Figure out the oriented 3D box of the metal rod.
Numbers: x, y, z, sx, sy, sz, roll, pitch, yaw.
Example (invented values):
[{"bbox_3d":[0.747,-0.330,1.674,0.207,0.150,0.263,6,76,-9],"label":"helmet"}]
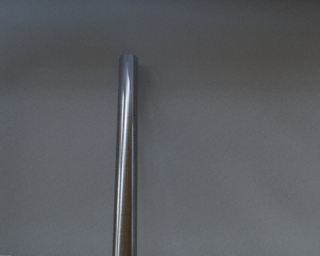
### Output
[{"bbox_3d":[-0.038,0.045,0.352,0.025,0.025,0.299,-1,66,0],"label":"metal rod"}]
